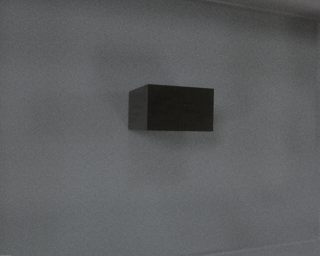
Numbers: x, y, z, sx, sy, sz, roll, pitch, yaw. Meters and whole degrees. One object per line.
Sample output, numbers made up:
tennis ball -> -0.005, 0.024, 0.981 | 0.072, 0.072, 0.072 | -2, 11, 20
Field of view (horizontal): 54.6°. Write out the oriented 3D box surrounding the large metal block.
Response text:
large metal block -> 0.011, -0.022, 0.382 | 0.081, 0.080, 0.050 | 1, 90, -20
